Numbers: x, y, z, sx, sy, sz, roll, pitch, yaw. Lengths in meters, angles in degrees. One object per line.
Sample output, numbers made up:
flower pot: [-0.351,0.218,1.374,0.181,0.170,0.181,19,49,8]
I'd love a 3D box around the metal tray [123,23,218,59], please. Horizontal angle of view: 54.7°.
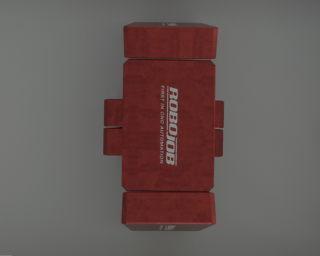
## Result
metal tray: [0.010,-0.104,0.357,0.091,0.130,0.030,1,111,0]

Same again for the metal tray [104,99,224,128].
metal tray: [0.005,-0.016,0.378,0.131,0.090,0.030,1,90,0]

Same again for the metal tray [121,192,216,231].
metal tray: [0.008,0.099,0.356,0.091,0.130,0.030,0,69,-1]

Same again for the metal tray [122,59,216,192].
metal tray: [0.008,-0.002,0.317,0.091,0.030,0.129,1,90,-1]

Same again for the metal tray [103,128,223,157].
metal tray: [0.004,0.015,0.378,0.131,0.090,0.030,1,90,0]
